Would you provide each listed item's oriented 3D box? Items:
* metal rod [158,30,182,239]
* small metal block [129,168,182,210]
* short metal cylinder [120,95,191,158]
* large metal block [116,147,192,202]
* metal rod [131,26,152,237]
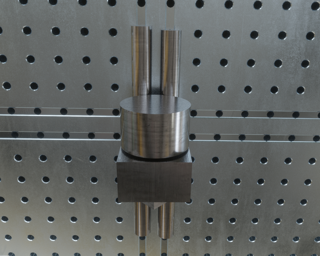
[{"bbox_3d":[0.011,0.022,0.423,0.025,0.025,0.298,1,110,-1],"label":"metal rod"},{"bbox_3d":[-0.007,0.075,0.403,0.050,0.050,0.025,-18,118,-42],"label":"small metal block"},{"bbox_3d":[-0.006,-0.005,0.360,0.081,0.080,0.050,1,110,-1],"label":"short metal cylinder"},{"bbox_3d":[-0.006,0.046,0.374,0.081,0.080,0.050,0,110,-1],"label":"large metal block"},{"bbox_3d":[-0.024,0.018,0.421,0.025,0.025,0.298,1,110,-1],"label":"metal rod"}]
